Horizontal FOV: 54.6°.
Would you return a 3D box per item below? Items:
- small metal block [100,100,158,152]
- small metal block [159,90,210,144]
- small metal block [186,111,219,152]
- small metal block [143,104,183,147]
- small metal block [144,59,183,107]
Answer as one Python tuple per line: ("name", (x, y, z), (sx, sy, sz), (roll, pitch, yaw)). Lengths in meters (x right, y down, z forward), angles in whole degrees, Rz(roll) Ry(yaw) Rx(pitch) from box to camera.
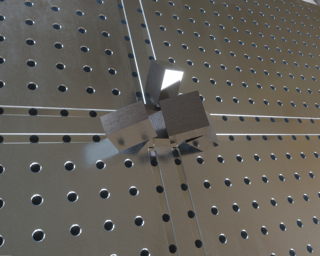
("small metal block", (-0.035, -0.001, 0.361), (0.050, 0.050, 0.025), (-22, 64, 0))
("small metal block", (0.030, -0.013, 0.385), (0.050, 0.025, 0.050), (-15, 65, 1))
("small metal block", (0.053, 0.000, 0.422), (0.050, 0.025, 0.050), (27, 45, -52))
("small metal block", (0.001, -0.003, 0.410), (0.050, 0.025, 0.050), (2, 61, -27))
("small metal block", (0.003, -0.060, 0.417), (0.025, 0.050, 0.050), (3, 25, -26))
